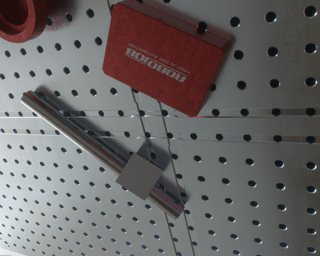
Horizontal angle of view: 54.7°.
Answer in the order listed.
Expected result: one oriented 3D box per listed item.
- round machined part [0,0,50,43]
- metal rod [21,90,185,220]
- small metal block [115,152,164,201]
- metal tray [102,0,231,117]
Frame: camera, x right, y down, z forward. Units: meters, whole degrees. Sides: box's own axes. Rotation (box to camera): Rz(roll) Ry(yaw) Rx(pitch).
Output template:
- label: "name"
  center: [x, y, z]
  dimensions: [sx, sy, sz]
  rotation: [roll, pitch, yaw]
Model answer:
- label: "round machined part"
  center: [-0.182, -0.162, 0.394]
  dimensions: [0.098, 0.042, 0.097]
  rotation: [13, 124, 20]
- label: "metal rod"
  center: [-0.090, 0.041, 0.481]
  dimensions: [0.300, 0.025, 0.025]
  rotation: [37, 129, 3]
- label: "small metal block"
  center: [-0.028, 0.069, 0.451]
  dimensions: [0.050, 0.025, 0.050]
  rotation: [32, 89, 7]
- label: "metal tray"
  center: [0.002, -0.080, 0.356]
  dimensions: [0.130, 0.030, 0.089]
  rotation: [27, 128, 10]
